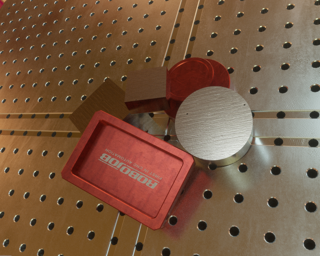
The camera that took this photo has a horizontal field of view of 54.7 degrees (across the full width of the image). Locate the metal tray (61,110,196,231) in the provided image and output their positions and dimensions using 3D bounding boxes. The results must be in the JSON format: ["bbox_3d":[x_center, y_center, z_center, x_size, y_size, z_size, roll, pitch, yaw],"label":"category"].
[{"bbox_3d":[-0.036,0.046,0.359,0.130,0.030,0.090,26,82,14],"label":"metal tray"}]

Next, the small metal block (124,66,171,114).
[{"bbox_3d":[-0.014,-0.047,0.385,0.050,0.025,0.050,-6,55,12],"label":"small metal block"}]

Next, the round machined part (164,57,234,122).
[{"bbox_3d":[0.043,-0.054,0.407,0.098,0.042,0.098,-13,56,21],"label":"round machined part"}]

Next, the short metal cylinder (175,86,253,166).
[{"bbox_3d":[0.062,0.000,0.345,0.080,0.050,0.080,-4,75,16],"label":"short metal cylinder"}]

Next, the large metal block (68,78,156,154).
[{"bbox_3d":[-0.068,-0.011,0.435,0.080,0.050,0.080,-46,51,-4],"label":"large metal block"}]
